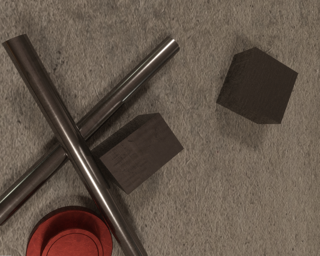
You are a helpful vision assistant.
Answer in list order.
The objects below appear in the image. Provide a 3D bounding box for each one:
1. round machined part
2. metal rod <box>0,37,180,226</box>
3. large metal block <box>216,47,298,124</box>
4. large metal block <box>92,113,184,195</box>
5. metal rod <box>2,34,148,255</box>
[{"bbox_3d":[-0.104,0.145,0.362,0.099,0.042,0.097,0,90,-21],"label":"round machined part"},{"bbox_3d":[-0.083,-0.007,0.378,0.301,0.025,0.025,-47,105,-14],"label":"metal rod"},{"bbox_3d":[0.140,-0.058,0.449,0.080,0.050,0.080,24,82,-19],"label":"large metal block"},{"bbox_3d":[-0.031,0.027,0.369,0.080,0.080,0.050,-38,103,-16],"label":"large metal block"},{"bbox_3d":[-0.086,0.041,0.354,0.025,0.025,0.299,-30,109,-18],"label":"metal rod"}]
